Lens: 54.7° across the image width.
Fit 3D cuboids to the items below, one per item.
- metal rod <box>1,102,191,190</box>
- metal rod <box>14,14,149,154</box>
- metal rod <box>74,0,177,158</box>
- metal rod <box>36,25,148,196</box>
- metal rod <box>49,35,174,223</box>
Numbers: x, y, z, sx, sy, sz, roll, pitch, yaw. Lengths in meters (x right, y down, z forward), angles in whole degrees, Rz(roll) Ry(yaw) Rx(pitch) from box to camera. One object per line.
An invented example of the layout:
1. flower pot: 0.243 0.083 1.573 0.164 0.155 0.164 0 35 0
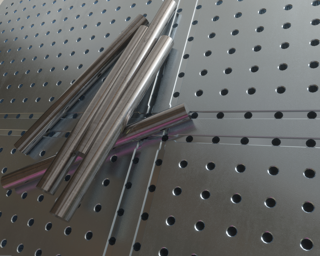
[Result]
1. metal rod: -0.100 0.031 0.439 0.301 0.025 0.025 -21 54 15
2. metal rod: -0.127 -0.076 0.519 0.300 0.025 0.025 -48 52 -6
3. metal rod: -0.041 -0.087 0.463 0.025 0.025 0.300 9 60 31
4. metal rod: -0.084 -0.042 0.454 0.025 0.025 0.300 9 59 32
5. metal rod: -0.051 -0.018 0.414 0.025 0.025 0.300 9 56 31
